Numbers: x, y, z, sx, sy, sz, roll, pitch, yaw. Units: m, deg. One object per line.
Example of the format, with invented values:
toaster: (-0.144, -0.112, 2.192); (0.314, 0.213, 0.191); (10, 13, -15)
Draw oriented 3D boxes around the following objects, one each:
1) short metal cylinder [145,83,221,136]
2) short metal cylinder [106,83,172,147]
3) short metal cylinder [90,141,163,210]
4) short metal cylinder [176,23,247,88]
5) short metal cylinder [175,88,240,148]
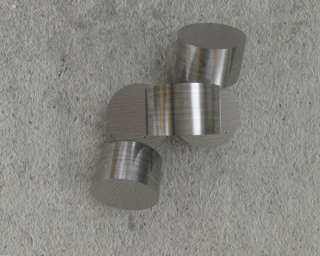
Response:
short metal cylinder: (0.025, -0.018, 0.334); (0.081, 0.080, 0.050); (-1, 90, -1)
short metal cylinder: (-0.025, -0.014, 0.398); (0.081, 0.050, 0.079); (0, 90, -1)
short metal cylinder: (-0.039, 0.060, 0.376); (0.081, 0.080, 0.050); (7, 51, -1)
short metal cylinder: (0.060, -0.090, 0.377); (0.081, 0.080, 0.050); (1, 128, -1)
short metal cylinder: (0.056, -0.016, 0.399); (0.081, 0.050, 0.079); (0, 90, -1)
